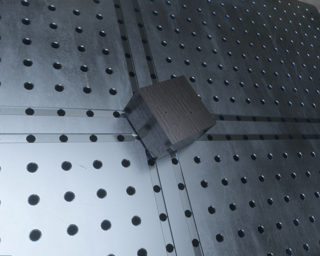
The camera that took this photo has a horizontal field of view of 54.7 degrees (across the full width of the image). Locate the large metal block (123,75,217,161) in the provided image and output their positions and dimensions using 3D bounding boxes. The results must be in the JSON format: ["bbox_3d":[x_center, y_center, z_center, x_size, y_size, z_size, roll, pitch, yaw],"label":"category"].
[{"bbox_3d":[0.013,-0.015,0.406,0.081,0.050,0.080,-23,74,-37],"label":"large metal block"}]
